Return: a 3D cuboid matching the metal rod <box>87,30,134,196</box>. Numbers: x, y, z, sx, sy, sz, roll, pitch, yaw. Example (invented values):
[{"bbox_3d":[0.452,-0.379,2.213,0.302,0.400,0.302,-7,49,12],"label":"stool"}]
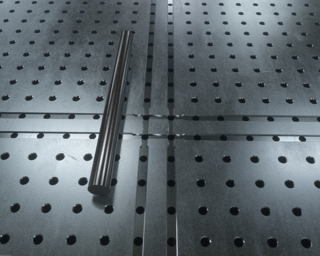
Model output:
[{"bbox_3d":[-0.063,-0.045,0.444,0.025,0.025,0.300,2,50,1],"label":"metal rod"}]
